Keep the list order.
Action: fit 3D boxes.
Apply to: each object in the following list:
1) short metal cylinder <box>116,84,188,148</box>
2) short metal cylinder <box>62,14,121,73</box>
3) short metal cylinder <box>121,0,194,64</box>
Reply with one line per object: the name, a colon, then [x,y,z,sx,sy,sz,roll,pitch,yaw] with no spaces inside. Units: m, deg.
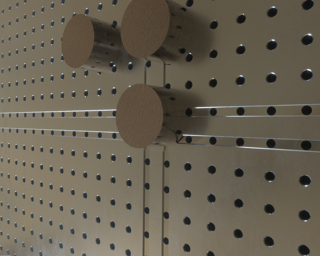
short metal cylinder: [-0.011,-0.015,0.400,0.080,0.050,0.079,0,90,39]
short metal cylinder: [-0.107,-0.129,0.479,0.080,0.050,0.079,0,90,39]
short metal cylinder: [-0.004,-0.125,0.394,0.080,0.050,0.079,0,90,39]
